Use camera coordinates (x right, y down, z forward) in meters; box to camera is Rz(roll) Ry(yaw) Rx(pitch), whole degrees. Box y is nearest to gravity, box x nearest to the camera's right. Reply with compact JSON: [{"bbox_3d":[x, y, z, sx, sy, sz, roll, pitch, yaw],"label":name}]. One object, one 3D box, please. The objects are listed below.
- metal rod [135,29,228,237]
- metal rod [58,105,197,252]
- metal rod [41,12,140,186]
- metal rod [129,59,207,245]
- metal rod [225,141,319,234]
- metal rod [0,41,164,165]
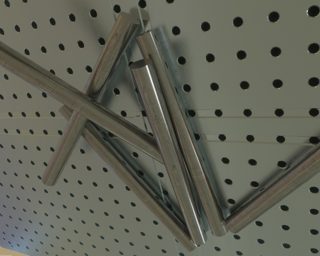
[{"bbox_3d":[0.036,0.021,0.405,0.025,0.025,0.299,-9,114,32],"label":"metal rod"},{"bbox_3d":[-0.045,0.079,0.484,0.300,0.025,0.025,49,129,-7],"label":"metal rod"},{"bbox_3d":[-0.107,-0.020,0.429,0.025,0.025,0.298,37,121,3],"label":"metal rod"},{"bbox_3d":[0.021,0.052,0.409,0.025,0.025,0.299,0,126,28],"label":"metal rod"},{"bbox_3d":[0.167,0.042,0.348,0.025,0.025,0.298,37,129,4],"label":"metal rod"},{"bbox_3d":[-0.105,-0.035,0.388,0.301,0.025,0.025,33,131,-17],"label":"metal rod"}]
